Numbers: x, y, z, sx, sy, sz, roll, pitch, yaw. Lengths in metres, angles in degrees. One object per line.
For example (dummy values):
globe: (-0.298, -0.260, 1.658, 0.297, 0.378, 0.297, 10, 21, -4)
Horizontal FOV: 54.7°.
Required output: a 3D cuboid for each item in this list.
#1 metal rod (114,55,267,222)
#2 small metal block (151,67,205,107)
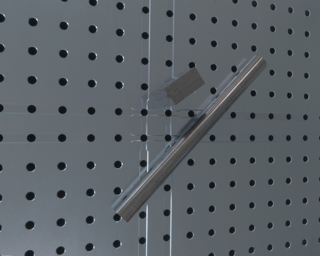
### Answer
metal rod: (0.050, 0.006, 0.431, 0.301, 0.025, 0.025, -47, 105, -14)
small metal block: (0.023, -0.053, 0.408, 0.050, 0.050, 0.025, -37, 102, -16)
